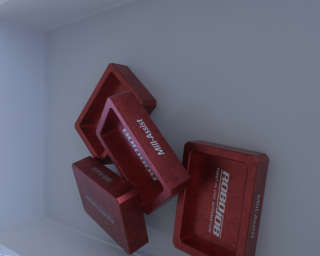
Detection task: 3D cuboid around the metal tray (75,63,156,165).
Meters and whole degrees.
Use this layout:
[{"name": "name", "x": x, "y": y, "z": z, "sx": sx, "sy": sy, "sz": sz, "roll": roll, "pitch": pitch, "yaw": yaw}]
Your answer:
[{"name": "metal tray", "x": -0.071, "y": -0.019, "z": 0.462, "sx": 0.090, "sy": 0.030, "sz": 0.129, "roll": 51, "pitch": 120, "yaw": 27}]

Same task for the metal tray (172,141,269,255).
[{"name": "metal tray", "x": 0.065, "y": 0.085, "z": 0.349, "sx": 0.090, "sy": 0.030, "sz": 0.129, "roll": 11, "pitch": 97, "yaw": 39}]

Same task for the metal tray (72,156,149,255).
[{"name": "metal tray", "x": -0.072, "y": 0.102, "z": 0.428, "sx": 0.130, "sy": 0.030, "sz": 0.089, "roll": 22, "pitch": 128, "yaw": 47}]

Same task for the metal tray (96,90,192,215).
[{"name": "metal tray", "x": -0.026, "y": 0.031, "z": 0.372, "sx": 0.130, "sy": 0.030, "sz": 0.090, "roll": 56, "pitch": 146, "yaw": 15}]
